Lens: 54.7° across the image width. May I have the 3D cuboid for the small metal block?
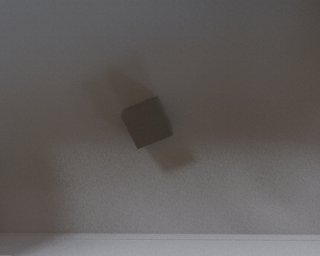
[{"bbox_3d":[-0.016,-0.007,0.405,0.050,0.025,0.050,-22,109,7],"label":"small metal block"}]
